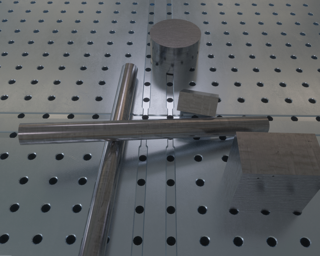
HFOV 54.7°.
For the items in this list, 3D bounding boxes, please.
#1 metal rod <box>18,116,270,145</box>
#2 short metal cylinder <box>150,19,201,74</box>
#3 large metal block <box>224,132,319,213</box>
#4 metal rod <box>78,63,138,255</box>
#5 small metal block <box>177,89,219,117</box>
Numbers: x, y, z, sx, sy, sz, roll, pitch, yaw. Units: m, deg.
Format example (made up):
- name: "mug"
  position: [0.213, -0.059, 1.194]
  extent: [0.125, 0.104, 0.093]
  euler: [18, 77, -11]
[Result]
- name: "metal rod"
  position: [-0.009, 0.002, 0.380]
  extent: [0.302, 0.025, 0.025]
  euler: [-2, 50, -12]
- name: "short metal cylinder"
  position: [0.024, -0.133, 0.504]
  extent: [0.081, 0.050, 0.080]
  euler: [0, 50, 0]
- name: "large metal block"
  position: [0.117, 0.049, 0.331]
  extent: [0.080, 0.080, 0.050]
  euler: [1, 50, 1]
- name: "metal rod"
  position: [-0.057, 0.023, 0.387]
  extent: [0.025, 0.025, 0.300]
  euler: [3, 50, 2]
- name: "small metal block"
  position: [0.053, -0.035, 0.421]
  extent: [0.050, 0.025, 0.050]
  euler: [10, 12, 8]
